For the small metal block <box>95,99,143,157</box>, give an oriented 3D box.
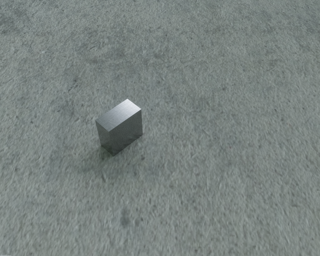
[{"bbox_3d":[-0.049,0.000,0.387,0.025,0.050,0.050,37,59,27],"label":"small metal block"}]
